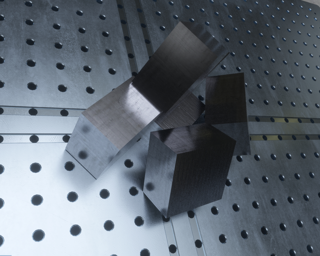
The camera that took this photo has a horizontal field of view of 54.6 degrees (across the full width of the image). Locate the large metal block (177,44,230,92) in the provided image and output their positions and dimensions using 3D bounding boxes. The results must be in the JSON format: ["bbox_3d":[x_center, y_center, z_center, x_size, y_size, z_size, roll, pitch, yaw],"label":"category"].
[{"bbox_3d":[0.042,-0.083,0.446,0.050,0.080,0.080,43,51,1],"label":"large metal block"}]

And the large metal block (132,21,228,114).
[{"bbox_3d":[0.026,-0.070,0.348,0.050,0.080,0.080,44,26,2],"label":"large metal block"}]

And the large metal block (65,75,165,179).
[{"bbox_3d":[-0.050,0.000,0.344,0.050,0.080,0.080,44,51,2],"label":"large metal block"}]

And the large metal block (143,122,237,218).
[{"bbox_3d":[0.032,0.045,0.353,0.081,0.079,0.050,-9,30,-32],"label":"large metal block"}]

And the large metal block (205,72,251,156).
[{"bbox_3d":[0.094,-0.016,0.423,0.050,0.080,0.080,-5,55,17],"label":"large metal block"}]

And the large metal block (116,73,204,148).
[{"bbox_3d":[0.002,-0.021,0.407,0.080,0.050,0.080,43,51,1],"label":"large metal block"}]
